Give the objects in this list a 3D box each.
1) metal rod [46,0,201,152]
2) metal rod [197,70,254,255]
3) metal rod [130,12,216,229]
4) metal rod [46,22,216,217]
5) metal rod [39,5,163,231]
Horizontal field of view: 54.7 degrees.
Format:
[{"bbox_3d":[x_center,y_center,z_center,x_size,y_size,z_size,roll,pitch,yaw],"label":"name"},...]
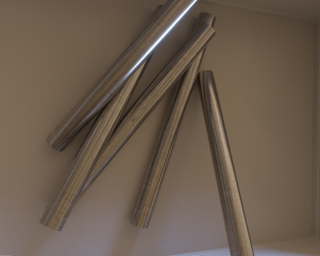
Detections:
[{"bbox_3d":[-0.021,-0.086,0.337,0.025,0.025,0.299,41,102,-16],"label":"metal rod"},{"bbox_3d":[0.080,0.060,0.375,0.025,0.025,0.299,3,64,-20],"label":"metal rod"},{"bbox_3d":[0.020,-0.015,0.418,0.025,0.025,0.299,21,83,-19],"label":"metal rod"},{"bbox_3d":[-0.031,-0.014,0.386,0.025,0.025,0.300,41,82,-16],"label":"metal rod"},{"bbox_3d":[-0.055,-0.026,0.371,0.025,0.025,0.300,31,72,-18],"label":"metal rod"}]
